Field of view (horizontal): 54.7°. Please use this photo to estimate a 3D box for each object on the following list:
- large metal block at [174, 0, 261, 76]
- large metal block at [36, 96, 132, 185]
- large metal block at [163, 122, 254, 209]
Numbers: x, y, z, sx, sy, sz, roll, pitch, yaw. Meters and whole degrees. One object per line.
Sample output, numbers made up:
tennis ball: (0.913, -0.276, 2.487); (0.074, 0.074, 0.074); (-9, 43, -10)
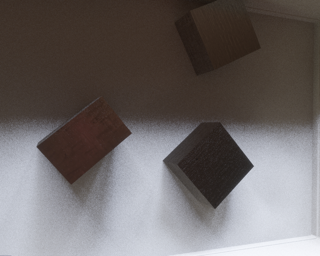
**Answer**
large metal block: (0.079, -0.128, 0.428); (0.081, 0.050, 0.080); (-27, 100, -18)
large metal block: (-0.088, 0.011, 0.349); (0.080, 0.080, 0.050); (-41, 104, -16)
large metal block: (0.066, 0.048, 0.423); (0.080, 0.050, 0.080); (-43, 104, -15)
